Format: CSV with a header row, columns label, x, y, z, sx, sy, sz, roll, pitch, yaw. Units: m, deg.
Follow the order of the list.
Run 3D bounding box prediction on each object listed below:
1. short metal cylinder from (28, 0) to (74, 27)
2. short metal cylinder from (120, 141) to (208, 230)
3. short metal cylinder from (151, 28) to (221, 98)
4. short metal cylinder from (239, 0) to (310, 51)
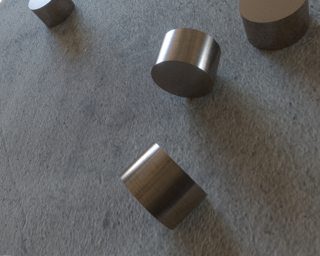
label,x,y,z,sx,sy,sz,roll,pitch,yaw
short metal cylinder,-0.235,-0.267,0.672,0.080,0.050,0.080,-13,56,20
short metal cylinder,0.004,0.060,0.329,0.050,0.080,0.080,-45,51,-3
short metal cylinder,0.034,-0.081,0.400,0.080,0.080,0.050,3,63,29
short metal cylinder,0.148,-0.148,0.401,0.080,0.050,0.080,-13,56,20
